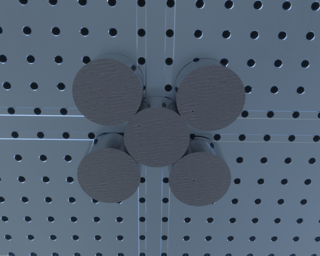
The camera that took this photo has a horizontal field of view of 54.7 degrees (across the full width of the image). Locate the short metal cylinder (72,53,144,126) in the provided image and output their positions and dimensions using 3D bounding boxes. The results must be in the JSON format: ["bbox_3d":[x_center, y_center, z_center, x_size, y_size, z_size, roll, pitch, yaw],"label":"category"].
[{"bbox_3d":[-0.061,-0.049,0.381,0.081,0.050,0.079,0,110,-1],"label":"short metal cylinder"}]

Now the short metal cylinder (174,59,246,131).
[{"bbox_3d":[0.059,-0.042,0.383,0.081,0.050,0.079,0,110,-1],"label":"short metal cylinder"}]

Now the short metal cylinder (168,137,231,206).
[{"bbox_3d":[0.051,0.058,0.422,0.081,0.050,0.079,0,110,-1],"label":"short metal cylinder"}]

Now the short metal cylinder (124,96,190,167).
[{"bbox_3d":[-0.004,0.004,0.401,0.081,0.050,0.079,0,110,-1],"label":"short metal cylinder"}]

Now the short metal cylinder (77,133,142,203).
[{"bbox_3d":[-0.065,0.053,0.418,0.081,0.050,0.079,0,110,-1],"label":"short metal cylinder"}]
